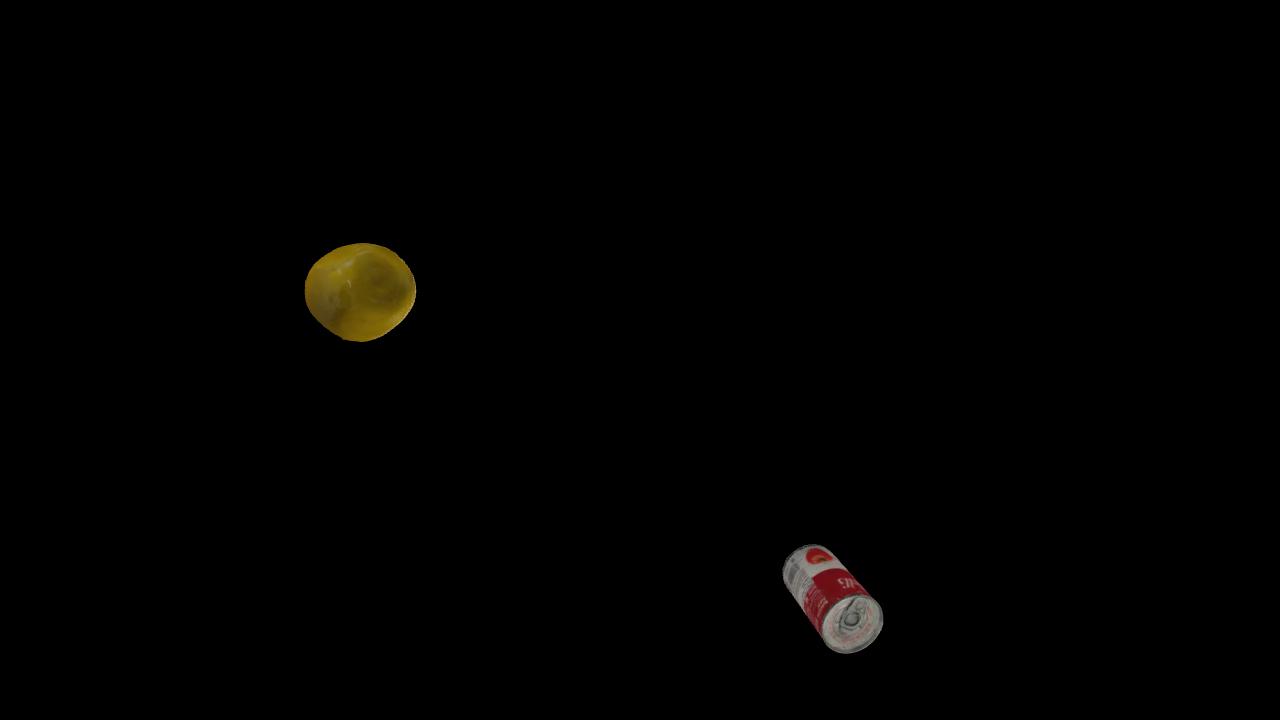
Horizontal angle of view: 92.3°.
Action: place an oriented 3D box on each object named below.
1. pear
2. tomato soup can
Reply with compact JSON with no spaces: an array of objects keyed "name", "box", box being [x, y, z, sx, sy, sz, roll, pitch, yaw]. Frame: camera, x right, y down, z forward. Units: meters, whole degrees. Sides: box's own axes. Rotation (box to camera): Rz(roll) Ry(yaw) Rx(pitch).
[{"name":"pear","box":[-0.234,-0.049,0.496,0.111,0.080,0.080,-18,-12,40]},{"name":"tomato soup can","box":[0.203,0.253,0.661,0.068,0.068,0.101,0,13,-11]}]
